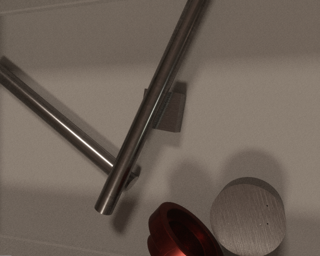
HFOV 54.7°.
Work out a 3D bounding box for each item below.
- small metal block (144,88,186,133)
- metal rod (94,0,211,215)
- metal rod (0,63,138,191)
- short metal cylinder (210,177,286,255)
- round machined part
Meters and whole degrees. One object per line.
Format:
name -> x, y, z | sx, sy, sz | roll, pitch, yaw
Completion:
small metal block -> 0.004, -0.023, 0.408 | 0.050, 0.025, 0.050 | 10, 93, 19
metal rod -> -0.012, -0.026, 0.387 | 0.025, 0.025, 0.298 | 27, 98, 17
metal rod -> -0.154, -0.011, 0.462 | 0.300, 0.025, 0.025 | 37, 102, 16
short metal cylinder -> 0.103, 0.101, 0.361 | 0.080, 0.050, 0.079 | 0, 90, 19
round machined part -> 0.024, 0.138, 0.363 | 0.098, 0.098, 0.042 | 44, 104, 14
